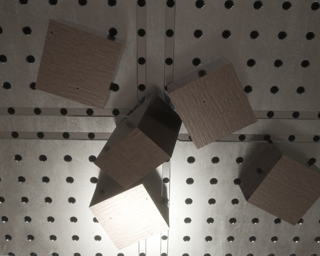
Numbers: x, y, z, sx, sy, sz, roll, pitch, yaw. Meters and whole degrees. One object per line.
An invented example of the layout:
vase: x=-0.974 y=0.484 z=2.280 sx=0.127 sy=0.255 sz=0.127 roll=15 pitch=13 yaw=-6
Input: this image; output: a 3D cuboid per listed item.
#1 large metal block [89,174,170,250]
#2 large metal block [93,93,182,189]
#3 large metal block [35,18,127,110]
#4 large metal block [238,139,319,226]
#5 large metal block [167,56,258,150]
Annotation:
large metal block: x=-0.041 y=0.114 z=0.441 sx=0.080 sy=0.050 sz=0.080 roll=-26 pitch=109 yaw=8
large metal block: x=-0.024 y=0.015 z=0.378 sx=0.050 sy=0.080 sz=0.080 roll=43 pitch=123 yaw=-14
large metal block: x=-0.092 y=-0.077 z=0.370 sx=0.080 sy=0.050 sz=0.079 roll=18 pitch=109 yaw=-7
large metal block: x=0.170 y=0.075 z=0.430 sx=0.080 sy=0.050 sz=0.080 roll=28 pitch=107 yaw=-10
large metal block: x=0.063 y=-0.032 z=0.389 sx=0.080 sy=0.050 sz=0.080 roll=-26 pitch=108 yaw=9
